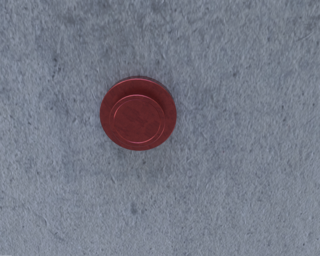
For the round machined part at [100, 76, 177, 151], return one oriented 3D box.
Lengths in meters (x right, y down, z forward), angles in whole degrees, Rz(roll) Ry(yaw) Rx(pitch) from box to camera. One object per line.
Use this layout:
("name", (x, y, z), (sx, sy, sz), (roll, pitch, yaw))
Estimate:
("round machined part", (-0.028, -0.015, 0.395), (0.099, 0.042, 0.097), (0, 110, -1))
